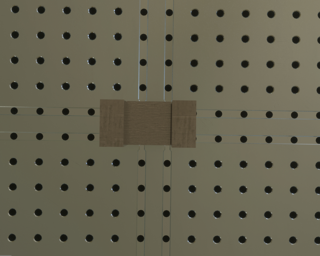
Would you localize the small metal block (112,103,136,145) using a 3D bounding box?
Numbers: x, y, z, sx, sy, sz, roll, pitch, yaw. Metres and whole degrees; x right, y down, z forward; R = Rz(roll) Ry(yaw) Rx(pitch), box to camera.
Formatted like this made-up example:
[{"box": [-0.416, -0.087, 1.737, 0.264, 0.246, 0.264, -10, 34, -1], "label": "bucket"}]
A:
[{"box": [-0.045, -0.005, 0.400, 0.025, 0.050, 0.050, 1, 90, 0], "label": "small metal block"}]

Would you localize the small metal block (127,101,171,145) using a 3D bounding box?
[{"box": [-0.013, -0.006, 0.364, 0.050, 0.025, 0.050, 1, 90, -1], "label": "small metal block"}]

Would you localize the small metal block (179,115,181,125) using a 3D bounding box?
[{"box": [0.020, -0.004, 0.401, 0.025, 0.050, 0.050, -1, 90, 0], "label": "small metal block"}]

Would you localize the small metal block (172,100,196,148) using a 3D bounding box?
[{"box": [0.025, -0.004, 0.350, 0.025, 0.050, 0.050, 1, 90, 0], "label": "small metal block"}]

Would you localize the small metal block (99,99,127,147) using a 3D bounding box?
[{"box": [-0.051, -0.005, 0.349, 0.025, 0.050, 0.050, 1, 90, 0], "label": "small metal block"}]
